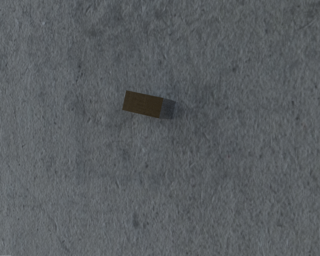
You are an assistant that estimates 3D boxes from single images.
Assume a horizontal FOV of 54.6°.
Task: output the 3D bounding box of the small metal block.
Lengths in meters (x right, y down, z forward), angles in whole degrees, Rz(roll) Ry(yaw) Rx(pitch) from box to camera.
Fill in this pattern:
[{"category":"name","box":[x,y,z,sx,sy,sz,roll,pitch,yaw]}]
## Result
[{"category":"small metal block","box":[-0.013,-0.029,0.401,0.050,0.050,0.025,14,95,19]}]
